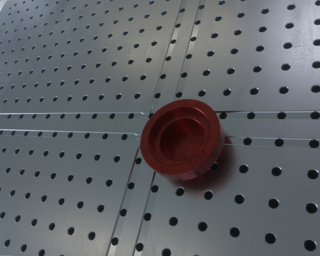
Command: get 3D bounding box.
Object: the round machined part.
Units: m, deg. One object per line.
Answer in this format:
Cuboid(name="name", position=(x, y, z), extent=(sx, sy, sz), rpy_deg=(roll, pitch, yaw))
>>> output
Cuboid(name="round machined part", position=(0.029, 0.017, 0.372), extent=(0.098, 0.042, 0.098), rpy_deg=(-13, 56, 21))
